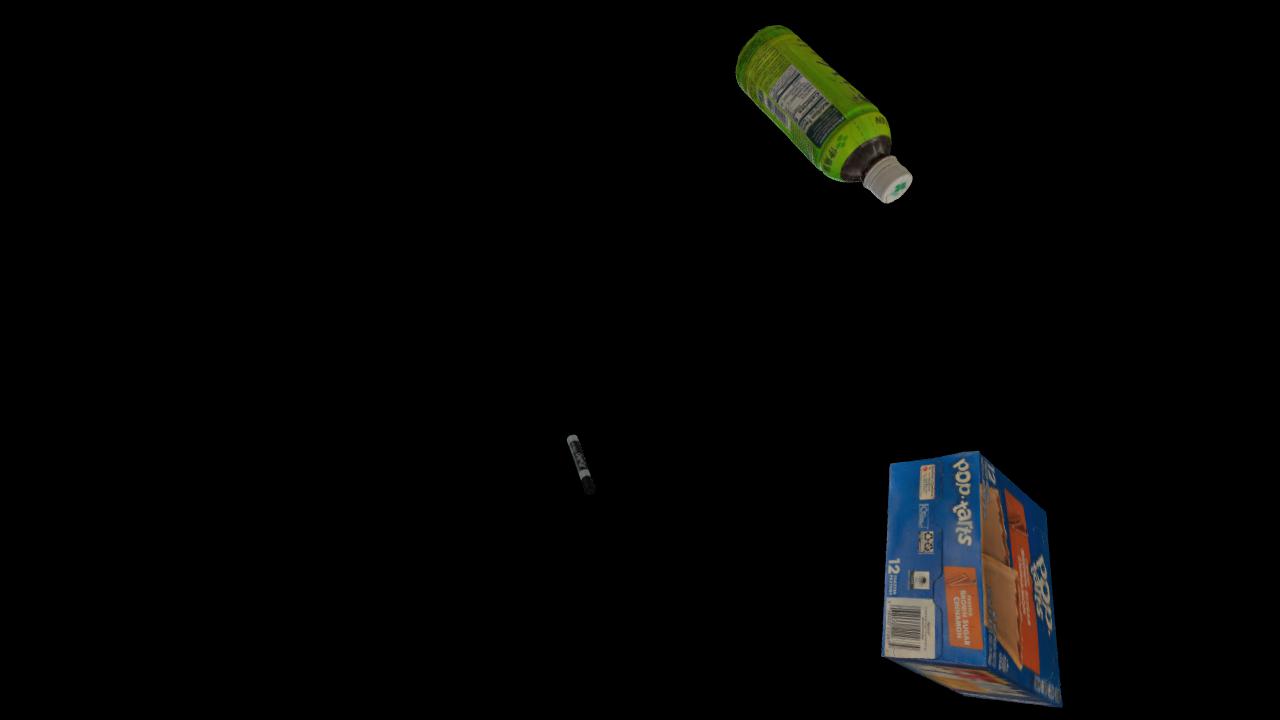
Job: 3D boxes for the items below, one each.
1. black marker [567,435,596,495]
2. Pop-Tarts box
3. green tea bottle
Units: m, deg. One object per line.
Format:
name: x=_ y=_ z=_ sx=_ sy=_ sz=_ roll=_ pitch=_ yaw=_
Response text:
black marker: x=-0.093 y=0.165 z=0.972 sx=0.020 sy=0.020 sz=0.121 roll=0 pitch=36 yaw=-23
Pop-Tarts box: x=0.282 y=0.186 z=0.524 sx=0.141 sy=0.167 sz=0.083 roll=34 pitch=-34 yaw=-29
green tea bottle: x=0.167 y=-0.221 z=0.562 sx=0.073 sy=0.212 sz=0.073 roll=-21 pitch=-29 yaw=-12
